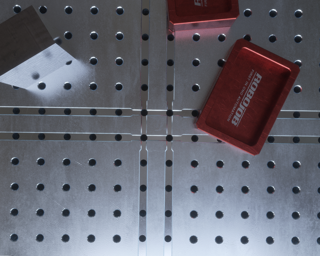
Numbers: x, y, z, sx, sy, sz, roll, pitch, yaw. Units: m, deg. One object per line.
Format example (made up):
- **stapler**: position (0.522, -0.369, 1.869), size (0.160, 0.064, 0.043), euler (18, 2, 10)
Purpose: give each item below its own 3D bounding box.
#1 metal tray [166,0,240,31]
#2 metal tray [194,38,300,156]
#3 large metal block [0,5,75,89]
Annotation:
- **metal tray**: position (0.051, -0.200, 0.410), size (0.091, 0.030, 0.129), euler (-6, 90, 0)
- **metal tray**: position (0.113, -0.040, 0.411), size (0.090, 0.030, 0.130), euler (26, 90, 0)
- **large metal block**: position (-0.164, -0.095, 0.384), size (0.080, 0.080, 0.050), euler (-31, 90, 0)
